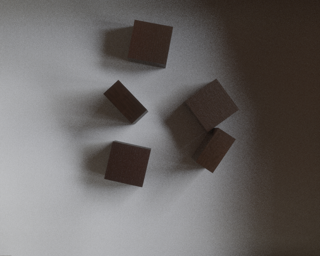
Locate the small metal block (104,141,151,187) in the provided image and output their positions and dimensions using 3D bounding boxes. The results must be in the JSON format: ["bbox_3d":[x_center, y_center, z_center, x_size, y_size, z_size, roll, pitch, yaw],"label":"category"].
[{"bbox_3d":[-0.042,0.047,0.411,0.050,0.025,0.050,13,90,-1],"label":"small metal block"}]

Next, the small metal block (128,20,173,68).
[{"bbox_3d":[-0.012,-0.111,0.411,0.050,0.025,0.050,11,90,-1],"label":"small metal block"}]

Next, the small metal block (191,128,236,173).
[{"bbox_3d":[0.067,0.027,0.400,0.025,0.050,0.050,34,90,-1],"label":"small metal block"}]

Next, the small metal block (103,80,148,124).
[{"bbox_3d":[-0.042,-0.032,0.398,0.025,0.050,0.050,-44,91,0],"label":"small metal block"}]

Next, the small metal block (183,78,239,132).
[{"bbox_3d":[0.067,-0.029,0.412,0.050,0.025,0.050,-36,90,0],"label":"small metal block"}]
